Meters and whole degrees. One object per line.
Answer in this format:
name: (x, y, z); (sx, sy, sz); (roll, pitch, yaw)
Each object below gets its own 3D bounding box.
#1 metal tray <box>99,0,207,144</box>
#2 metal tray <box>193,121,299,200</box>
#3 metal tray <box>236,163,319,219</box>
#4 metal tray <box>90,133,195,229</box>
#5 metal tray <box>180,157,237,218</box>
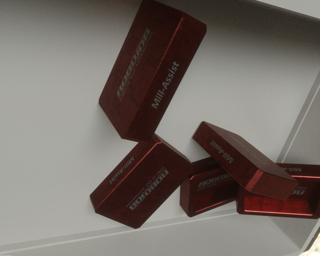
metal tray: (-0.015, -0.061, 0.322); (0.030, 0.090, 0.129); (16, 110, -35)
metal tray: (0.115, 0.043, 0.432); (0.091, 0.130, 0.030); (19, 108, -36)
metal tray: (0.191, 0.100, 0.492); (0.131, 0.030, 0.089); (2, 123, 8)
metal tray: (-0.023, 0.078, 0.443); (0.130, 0.030, 0.090); (-47, 130, 5)
metal tray: (0.098, 0.088, 0.516); (0.131, 0.030, 0.089); (-14, 125, -21)
